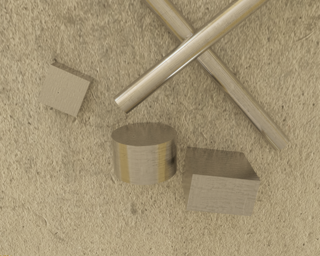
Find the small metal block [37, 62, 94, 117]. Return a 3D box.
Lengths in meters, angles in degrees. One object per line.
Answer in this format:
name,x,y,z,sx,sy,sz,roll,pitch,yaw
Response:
small metal block,-0.118,-0.049,0.390,0.050,0.025,0.050,23,108,-9

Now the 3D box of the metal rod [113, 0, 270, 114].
metal rod,0.072,-0.118,0.345,0.300,0.025,0.025,-38,106,4

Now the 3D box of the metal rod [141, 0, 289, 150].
metal rod,0.061,-0.081,0.380,0.025,0.025,0.300,-41,106,13

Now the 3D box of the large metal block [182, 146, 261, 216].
large metal block,0.075,0.067,0.406,0.081,0.080,0.050,6,110,-3

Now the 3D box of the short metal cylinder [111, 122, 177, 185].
short metal cylinder,-0.019,0.030,0.391,0.081,0.080,0.050,-1,110,0
